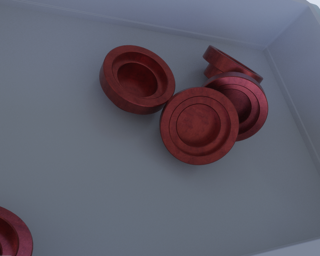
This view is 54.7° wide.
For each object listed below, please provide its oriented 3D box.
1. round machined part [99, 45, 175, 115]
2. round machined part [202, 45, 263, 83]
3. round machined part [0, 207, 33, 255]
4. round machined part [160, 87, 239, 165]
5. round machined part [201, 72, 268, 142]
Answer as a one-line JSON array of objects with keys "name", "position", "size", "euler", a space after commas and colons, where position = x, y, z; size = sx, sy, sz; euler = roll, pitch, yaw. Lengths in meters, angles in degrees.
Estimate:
[{"name": "round machined part", "position": [-0.033, -0.059, 0.413], "size": [0.099, 0.042, 0.098], "euler": [13, 56, -20]}, {"name": "round machined part", "position": [0.108, -0.086, 0.487], "size": [0.098, 0.042, 0.098], "euler": [28, 20, -11]}, {"name": "round machined part", "position": [-0.152, 0.102, 0.232], "size": [0.099, 0.042, 0.098], "euler": [21, 20, -7]}, {"name": "round machined part", "position": [0.048, -0.005, 0.401], "size": [0.099, 0.042, 0.097], "euler": [-1, 99, -4]}, {"name": "round machined part", "position": [0.099, -0.032, 0.437], "size": [0.098, 0.097, 0.042], "euler": [34, 28, -6]}]
